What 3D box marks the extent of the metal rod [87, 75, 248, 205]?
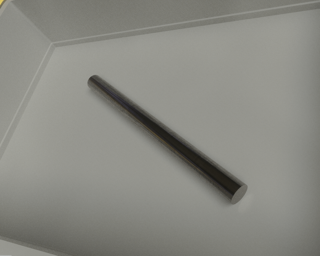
[{"bbox_3d":[-0.012,-0.003,0.410,0.025,0.025,0.300,-48,52,-6],"label":"metal rod"}]
